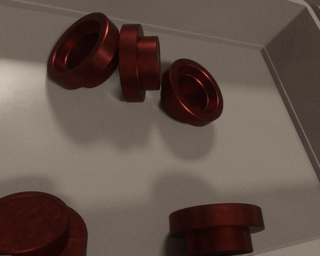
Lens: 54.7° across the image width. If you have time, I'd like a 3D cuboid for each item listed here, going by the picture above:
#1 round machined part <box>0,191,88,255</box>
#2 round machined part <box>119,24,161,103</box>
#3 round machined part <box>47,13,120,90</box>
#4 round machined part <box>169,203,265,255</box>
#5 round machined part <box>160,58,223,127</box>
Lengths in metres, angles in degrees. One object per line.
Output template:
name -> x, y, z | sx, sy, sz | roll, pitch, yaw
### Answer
round machined part -> -0.109, 0.089, 0.252 | 0.099, 0.042, 0.098 | 8, 25, -3
round machined part -> -0.022, -0.081, 0.394 | 0.042, 0.098, 0.098 | -1, 58, 4
round machined part -> -0.087, -0.088, 0.377 | 0.042, 0.098, 0.098 | 39, 42, -46
round machined part -> 0.060, 0.111, 0.325 | 0.099, 0.098, 0.042 | 9, 61, -24
round machined part -> 0.040, -0.046, 0.438 | 0.099, 0.042, 0.098 | 21, 54, -31
